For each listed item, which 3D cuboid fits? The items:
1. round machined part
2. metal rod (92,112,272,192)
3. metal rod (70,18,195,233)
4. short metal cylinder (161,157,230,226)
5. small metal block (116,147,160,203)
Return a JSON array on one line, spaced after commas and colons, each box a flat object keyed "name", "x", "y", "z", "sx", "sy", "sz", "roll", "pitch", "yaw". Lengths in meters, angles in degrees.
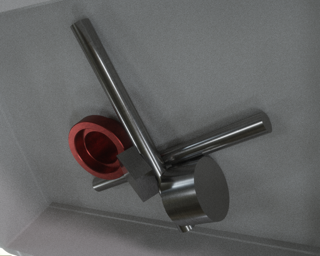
[{"name": "round machined part", "x": -0.080, "y": 0.024, "z": 0.451, "sx": 0.098, "sy": 0.042, "sz": 0.097, "roll": 13, "pitch": 124, "yaw": 20}, {"name": "metal rod", "x": 0.007, "y": 0.044, "z": 0.429, "sx": 0.299, "sy": 0.025, "sz": 0.025, "roll": -25, "pitch": 105, "yaw": 36}, {"name": "metal rod", "x": -0.030, "y": 0.003, "z": 0.400, "sx": 0.025, "sy": 0.025, "sz": 0.299, "roll": -21, "pitch": 101, "yaw": 35}, {"name": "short metal cylinder", "x": 0.046, "y": 0.082, "z": 0.396, "sx": 0.050, "sy": 0.080, "sz": 0.080, "roll": -21, "pitch": 107, "yaw": 36}, {"name": "small metal block", "x": -0.029, "y": 0.060, "z": 0.405, "sx": 0.050, "sy": 0.025, "sz": 0.050, "roll": 44, "pitch": 157, "yaw": 41}]
